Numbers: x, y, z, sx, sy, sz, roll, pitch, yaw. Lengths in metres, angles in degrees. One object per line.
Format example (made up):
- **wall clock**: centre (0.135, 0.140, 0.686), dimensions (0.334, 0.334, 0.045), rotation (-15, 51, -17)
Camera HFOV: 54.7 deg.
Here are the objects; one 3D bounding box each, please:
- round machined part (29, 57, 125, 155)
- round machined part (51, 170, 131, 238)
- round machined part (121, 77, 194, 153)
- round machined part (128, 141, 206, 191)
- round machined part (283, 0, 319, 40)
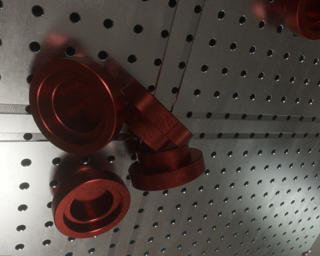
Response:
- **round machined part**: centre (-0.080, -0.025, 0.320), dimensions (0.042, 0.098, 0.097), rotation (-46, 154, -62)
- **round machined part**: centre (-0.092, 0.095, 0.410), dimensions (0.099, 0.042, 0.097), rotation (-14, 125, -21)
- **round machined part**: centre (-0.010, -0.010, 0.354), dimensions (0.042, 0.098, 0.098), rotation (-46, 130, 3)
- **round machined part**: centre (0.006, 0.041, 0.401), dimensions (0.099, 0.098, 0.042), rotation (-17, 101, -19)
- **round machined part**: centre (0.204, -0.170, 0.409), dimensions (0.099, 0.042, 0.097), rotation (-14, 125, -21)
